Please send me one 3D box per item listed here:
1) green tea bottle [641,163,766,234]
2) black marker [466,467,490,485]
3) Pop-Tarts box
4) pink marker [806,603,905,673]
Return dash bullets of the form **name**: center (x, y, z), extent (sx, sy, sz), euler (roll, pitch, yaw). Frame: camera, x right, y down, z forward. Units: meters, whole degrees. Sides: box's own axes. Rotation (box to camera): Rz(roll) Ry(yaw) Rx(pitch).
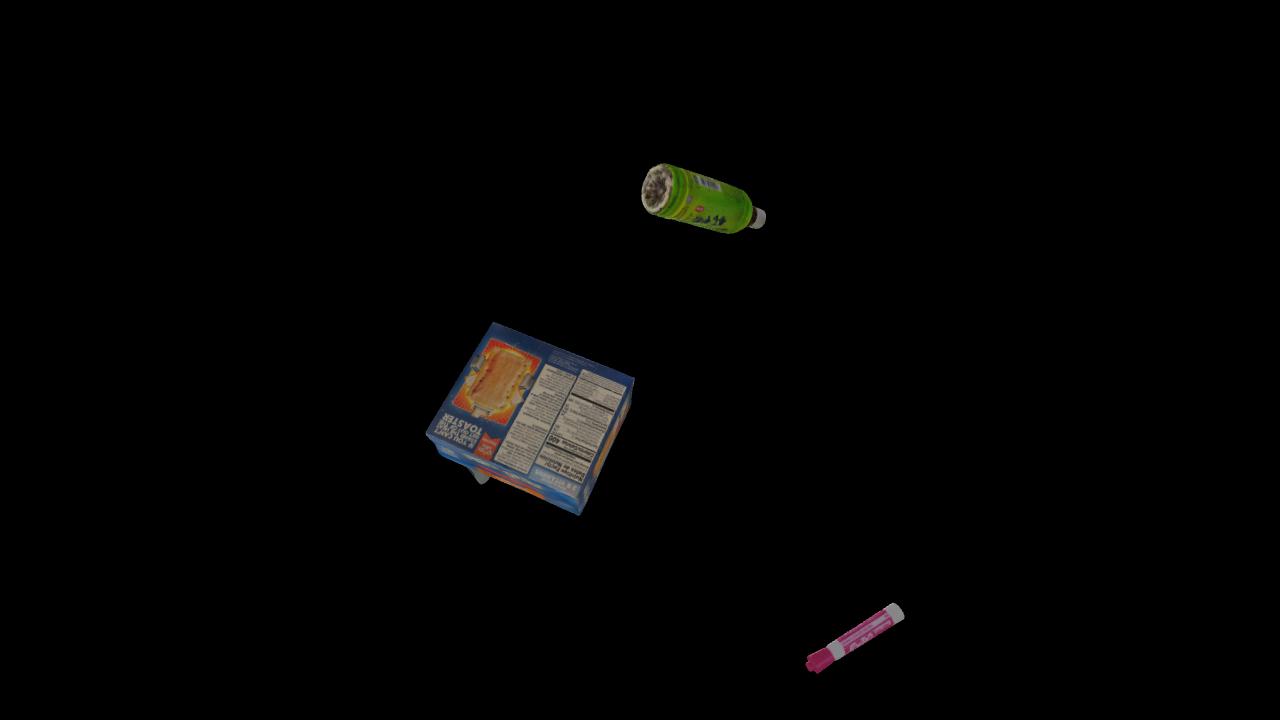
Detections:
- **green tea bottle**: center (0.102, -0.223, 0.883), extent (0.212, 0.073, 0.073), euler (3, -2, -37)
- **black marker**: center (-0.271, 0.139, 0.936), extent (0.121, 0.020, 0.020), euler (45, 18, 19)
- **Pop-Tarts box**: center (-0.109, 0.061, 0.650), extent (0.167, 0.141, 0.083), euler (21, -25, 8)
- **pink marker**: center (0.229, 0.297, 0.656), extent (0.121, 0.020, 0.020), euler (-24, 6, -14)
